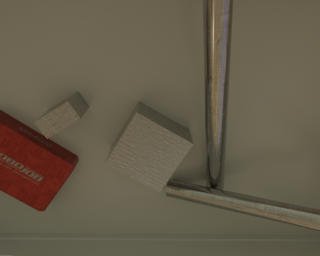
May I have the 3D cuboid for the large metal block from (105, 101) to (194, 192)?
[{"bbox_3d":[-0.014,0.024,0.407,0.080,0.050,0.080,29,107,-11],"label":"large metal block"}]

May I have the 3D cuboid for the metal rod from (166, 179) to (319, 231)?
[{"bbox_3d":[0.150,0.105,0.386,0.301,0.025,0.025,8,112,23],"label":"metal rod"}]

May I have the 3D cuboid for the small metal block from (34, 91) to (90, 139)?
[{"bbox_3d":[-0.122,-0.017,0.390,0.050,0.050,0.025,-30,108,10],"label":"small metal block"}]

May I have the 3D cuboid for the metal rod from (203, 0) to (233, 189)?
[{"bbox_3d":[0.062,-0.022,0.341,0.025,0.025,0.298,-7,135,2],"label":"metal rod"}]

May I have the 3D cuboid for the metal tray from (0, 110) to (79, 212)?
[{"bbox_3d":[-0.192,0.046,0.423,0.130,0.030,0.090,34,106,-12],"label":"metal tray"}]
